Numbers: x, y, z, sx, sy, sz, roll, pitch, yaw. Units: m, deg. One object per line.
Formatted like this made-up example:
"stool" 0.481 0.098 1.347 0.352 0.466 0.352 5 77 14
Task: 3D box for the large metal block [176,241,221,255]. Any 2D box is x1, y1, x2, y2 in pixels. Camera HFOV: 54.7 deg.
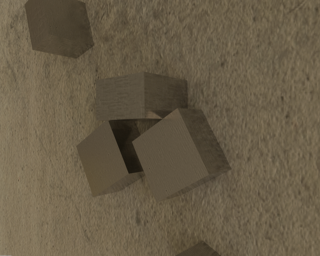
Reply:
"large metal block" 0.046 0.177 0.330 0.080 0.081 0.050 33 111 35

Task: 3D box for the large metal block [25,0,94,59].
"large metal block" -0.161 -0.166 0.499 0.050 0.081 0.080 -22 76 37

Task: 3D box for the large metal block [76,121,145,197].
"large metal block" -0.065 0.042 0.440 0.080 0.050 0.080 -36 68 34

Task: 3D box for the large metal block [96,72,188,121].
"large metal block" -0.022 -0.035 0.385 0.080 0.081 0.050 -1 89 40

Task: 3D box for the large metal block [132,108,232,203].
"large metal block" 0.024 0.032 0.368 0.080 0.050 0.080 -36 68 34
